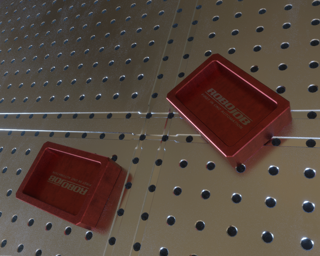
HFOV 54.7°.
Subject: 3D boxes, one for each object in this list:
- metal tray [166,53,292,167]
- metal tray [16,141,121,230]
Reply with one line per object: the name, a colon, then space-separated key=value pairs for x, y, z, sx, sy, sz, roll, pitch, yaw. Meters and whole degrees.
metal tray: x=0.079 y=-0.027 z=0.379 sx=0.090 sy=0.030 sz=0.130 roll=-41 pitch=51 yaw=-1
metal tray: x=-0.127 y=0.074 z=0.424 sx=0.130 sy=0.030 sz=0.090 roll=10 pitch=67 yaw=32
